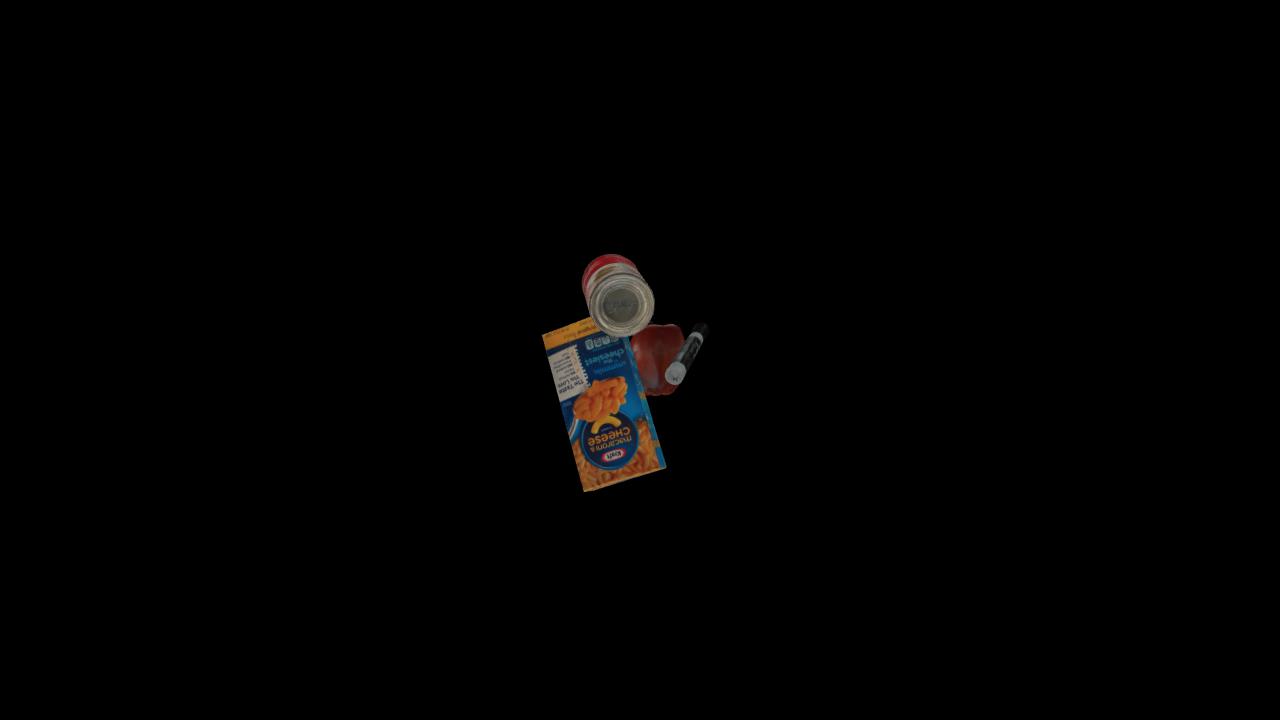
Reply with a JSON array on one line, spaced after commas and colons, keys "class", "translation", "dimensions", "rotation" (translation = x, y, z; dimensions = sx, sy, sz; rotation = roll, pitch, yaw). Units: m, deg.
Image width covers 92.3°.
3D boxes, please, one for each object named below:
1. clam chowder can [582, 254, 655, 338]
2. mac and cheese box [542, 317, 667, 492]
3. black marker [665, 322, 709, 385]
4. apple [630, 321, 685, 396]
[{"class": "clam chowder can", "translation": [-0.024, -0.070, 0.650], "dimensions": [0.068, 0.068, 0.102], "rotation": [0, 20, -10]}, {"class": "mac and cheese box", "translation": [-0.041, 0.045, 0.687], "dimensions": [0.093, 0.184, 0.041], "rotation": [-19, -11, 10]}, {"class": "black marker", "translation": [0.052, -0.010, 0.653], "dimensions": [0.020, 0.020, 0.121], "rotation": [0, 26, 21]}, {"class": "apple", "translation": [0.021, -0.003, 0.757], "dimensions": [0.079, 0.093, 0.079], "rotation": [-4, -9, -1]}]
